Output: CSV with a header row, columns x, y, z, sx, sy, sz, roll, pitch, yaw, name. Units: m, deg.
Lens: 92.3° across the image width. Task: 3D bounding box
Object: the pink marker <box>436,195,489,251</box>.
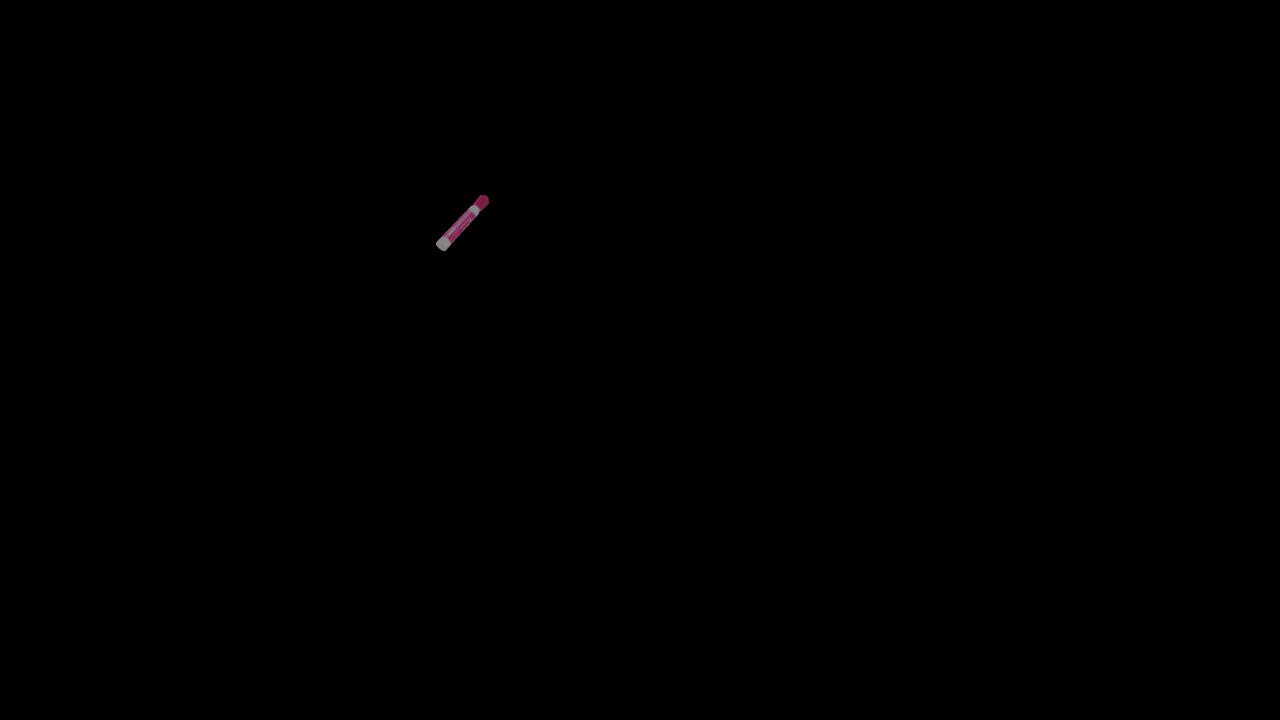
x,y,z,sx,sy,sz,roll,pitch,yaw,name
-0.284,-0.224,0.993,0.020,0.121,0.020,27,-25,14,pink marker
